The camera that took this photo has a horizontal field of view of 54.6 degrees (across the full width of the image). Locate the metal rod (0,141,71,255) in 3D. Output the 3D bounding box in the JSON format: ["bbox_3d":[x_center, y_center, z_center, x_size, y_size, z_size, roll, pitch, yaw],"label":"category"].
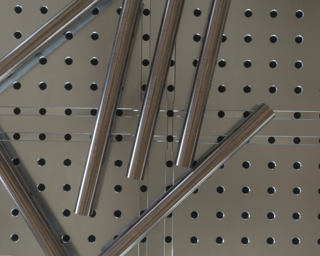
[{"bbox_3d":[-0.185,0.089,0.412,0.025,0.025,0.299,-31,90,0],"label":"metal rod"}]

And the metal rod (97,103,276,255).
[{"bbox_3d":[0.035,0.078,0.413,0.300,0.025,0.025,-43,90,0],"label":"metal rod"}]

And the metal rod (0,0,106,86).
[{"bbox_3d":[-0.126,-0.144,0.412,0.300,0.025,0.025,-39,90,0],"label":"metal rod"}]

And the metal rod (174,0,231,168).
[{"bbox_3d":[0.064,-0.095,0.413,0.025,0.025,0.299,13,90,0],"label":"metal rod"}]

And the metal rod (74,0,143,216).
[{"bbox_3d":[-0.068,-0.033,0.412,0.025,0.025,0.299,13,90,0],"label":"metal rod"}]

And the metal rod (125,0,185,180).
[{"bbox_3d":[0.000,-0.079,0.413,0.025,0.025,0.299,13,90,0],"label":"metal rod"}]
